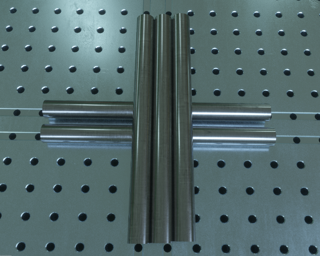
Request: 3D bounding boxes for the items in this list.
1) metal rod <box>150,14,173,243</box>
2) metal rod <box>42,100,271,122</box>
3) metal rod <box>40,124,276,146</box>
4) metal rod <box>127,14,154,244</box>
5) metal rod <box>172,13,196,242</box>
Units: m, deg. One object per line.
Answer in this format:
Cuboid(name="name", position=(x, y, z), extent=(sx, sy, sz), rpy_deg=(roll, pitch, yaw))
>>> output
Cuboid(name="metal rod", position=(0.003, -0.014, 0.391), extent=(0.025, 0.025, 0.299), rpy_deg=(1, 70, 0))
Cuboid(name="metal rod", position=(-0.004, -0.023, 0.420), extent=(0.302, 0.025, 0.025), rpy_deg=(1, 70, 0))
Cuboid(name="metal rod", position=(-0.002, 0.009, 0.408), extent=(0.302, 0.025, 0.025), rpy_deg=(1, 70, 0))
Cuboid(name="metal rod", position=(-0.022, -0.014, 0.390), extent=(0.025, 0.025, 0.299), rpy_deg=(1, 70, 0))
Cuboid(name="metal rod", position=(0.028, -0.016, 0.392), extent=(0.025, 0.025, 0.299), rpy_deg=(1, 70, 0))
